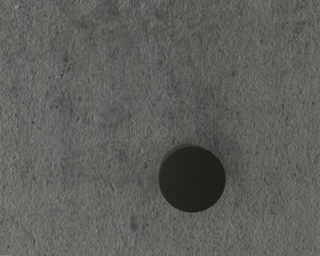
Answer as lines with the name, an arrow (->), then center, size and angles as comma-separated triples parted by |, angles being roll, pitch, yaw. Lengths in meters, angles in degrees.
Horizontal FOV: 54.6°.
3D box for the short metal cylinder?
short metal cylinder -> 0.039, 0.062, 0.398 | 0.080, 0.050, 0.080 | 0, 90, 0
